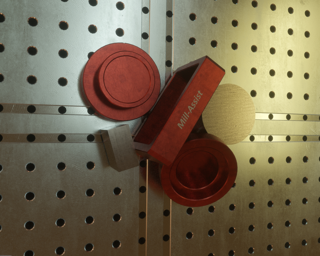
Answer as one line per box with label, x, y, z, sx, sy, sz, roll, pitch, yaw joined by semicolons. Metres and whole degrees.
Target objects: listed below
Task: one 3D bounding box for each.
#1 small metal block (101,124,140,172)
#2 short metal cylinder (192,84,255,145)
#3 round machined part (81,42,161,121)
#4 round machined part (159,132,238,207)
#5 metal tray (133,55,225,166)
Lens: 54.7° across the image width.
small metal block;-0.050;0.023;0.377;0.025;0.050;0.050;-16;96;-19
short metal cylinder;0.082;-0.018;0.425;0.081;0.050;0.079;0;90;-20
round machined part;-0.045;-0.057;0.382;0.099;0.042;0.097;0;90;-20
round machined part;0.047;0.050;0.405;0.099;0.042;0.097;-3;111;-8
metal tray;0.017;-0.021;0.380;0.030;0.090;0.130;35;79;-17
